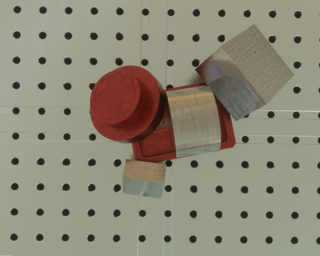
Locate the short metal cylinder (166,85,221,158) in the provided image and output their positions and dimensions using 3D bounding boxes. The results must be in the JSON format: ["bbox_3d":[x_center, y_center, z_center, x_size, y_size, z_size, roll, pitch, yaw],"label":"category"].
[{"bbox_3d":[0.038,-0.008,0.370,0.050,0.080,0.080,-9,90,-1],"label":"short metal cylinder"}]

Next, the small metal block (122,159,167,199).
[{"bbox_3d":[-0.020,0.066,0.395,0.050,0.050,0.025,8,56,0],"label":"small metal block"}]

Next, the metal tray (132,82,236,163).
[{"bbox_3d":[0.025,-0.007,0.409,0.131,0.030,0.089,-11,90,0],"label":"metal tray"}]

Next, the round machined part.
[{"bbox_3d":[-0.046,-0.033,0.382,0.098,0.042,0.098,-6,74,22],"label":"round machined part"}]

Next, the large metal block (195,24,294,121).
[{"bbox_3d":[0.104,-0.068,0.378,0.080,0.050,0.080,-39,91,-37],"label":"large metal block"}]
